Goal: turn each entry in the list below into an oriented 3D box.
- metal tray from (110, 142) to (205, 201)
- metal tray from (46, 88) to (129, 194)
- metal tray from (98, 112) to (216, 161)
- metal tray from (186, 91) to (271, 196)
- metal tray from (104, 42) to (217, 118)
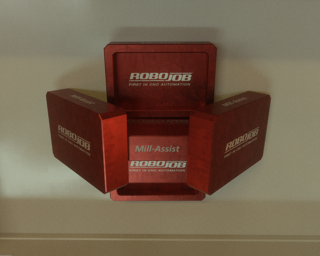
[{"bbox_3d":[-0.003,0.054,0.425,0.131,0.030,0.089,0,110,-1],"label":"metal tray"},{"bbox_3d":[-0.088,0.010,0.363,0.030,0.130,0.089,-17,116,-39],"label":"metal tray"},{"bbox_3d":[-0.004,0.007,0.377,0.131,0.090,0.030,0,110,-1],"label":"metal tray"},{"bbox_3d":[0.084,0.012,0.365,0.030,0.131,0.089,18,116,39],"label":"metal tray"},{"bbox_3d":[0.001,-0.060,0.384,0.131,0.030,0.089,0,111,-1],"label":"metal tray"}]
